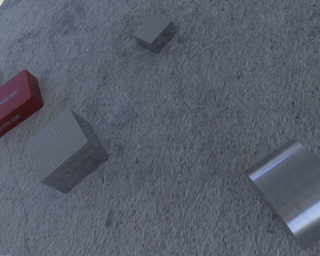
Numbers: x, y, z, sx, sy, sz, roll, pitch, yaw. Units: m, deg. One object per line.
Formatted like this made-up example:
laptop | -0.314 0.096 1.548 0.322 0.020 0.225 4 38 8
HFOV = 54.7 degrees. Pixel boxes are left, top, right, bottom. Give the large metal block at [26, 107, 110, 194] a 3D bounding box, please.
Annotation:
large metal block | -0.131 0.031 0.438 0.080 0.050 0.080 -41 51 0

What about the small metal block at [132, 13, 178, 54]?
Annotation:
small metal block | -0.008 -0.154 0.503 0.050 0.025 0.050 -50 52 -7

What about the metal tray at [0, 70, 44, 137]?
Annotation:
metal tray | -0.284 -0.040 0.574 0.130 0.030 0.090 -34 51 5

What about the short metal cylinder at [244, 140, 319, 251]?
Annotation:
short metal cylinder | 0.119 0.057 0.271 0.050 0.080 0.080 -36 51 4
